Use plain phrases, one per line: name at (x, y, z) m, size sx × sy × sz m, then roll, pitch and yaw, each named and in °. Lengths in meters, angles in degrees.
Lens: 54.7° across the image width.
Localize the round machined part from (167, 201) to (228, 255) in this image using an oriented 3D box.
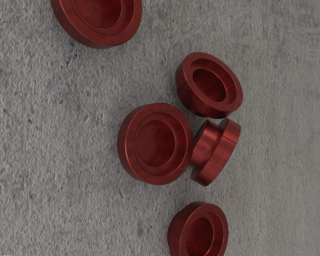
round machined part at (0.049, 0.152, 0.435) m, size 0.099 × 0.042 × 0.097 m, roll 0°, pitch 90°, yaw -40°

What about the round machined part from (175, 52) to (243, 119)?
round machined part at (0.063, -0.054, 0.428) m, size 0.099 × 0.042 × 0.098 m, roll 17°, pitch 53°, yaw -23°

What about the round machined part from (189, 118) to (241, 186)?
round machined part at (0.066, 0.027, 0.425) m, size 0.042 × 0.098 × 0.098 m, roll 30°, pitch 67°, yaw 1°

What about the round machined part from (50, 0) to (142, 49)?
round machined part at (-0.071, -0.134, 0.334) m, size 0.099 × 0.042 × 0.097 m, roll 0°, pitch 90°, yaw -40°

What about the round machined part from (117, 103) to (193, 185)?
round machined part at (-0.009, 0.019, 0.382) m, size 0.099 × 0.042 × 0.097 m, roll 1°, pitch 89°, yaw -35°
